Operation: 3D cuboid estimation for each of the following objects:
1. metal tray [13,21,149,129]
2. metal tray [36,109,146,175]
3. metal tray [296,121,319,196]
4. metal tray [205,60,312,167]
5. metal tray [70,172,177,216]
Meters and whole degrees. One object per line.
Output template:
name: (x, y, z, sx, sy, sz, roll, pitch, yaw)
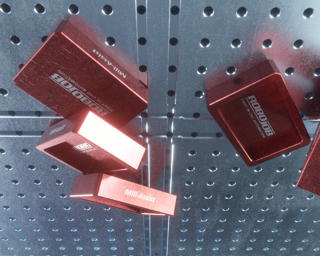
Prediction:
metal tray: (-0.089, -0.048, 0.367, 0.090, 0.030, 0.130, -36, 122, 26)
metal tray: (-0.091, 0.026, 0.391, 0.090, 0.030, 0.130, 37, 150, -27)
metal tray: (0.195, 0.003, 0.348, 0.030, 0.131, 0.089, 22, 134, 23)
metal tray: (0.127, -0.012, 0.398, 0.090, 0.030, 0.130, -26, 126, 20)
metal tray: (-0.052, 0.100, 0.453, 0.131, 0.030, 0.090, 23, 156, -30)
